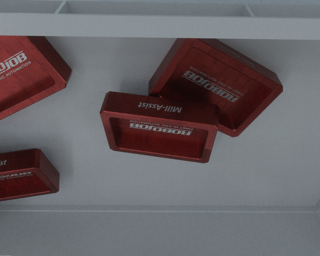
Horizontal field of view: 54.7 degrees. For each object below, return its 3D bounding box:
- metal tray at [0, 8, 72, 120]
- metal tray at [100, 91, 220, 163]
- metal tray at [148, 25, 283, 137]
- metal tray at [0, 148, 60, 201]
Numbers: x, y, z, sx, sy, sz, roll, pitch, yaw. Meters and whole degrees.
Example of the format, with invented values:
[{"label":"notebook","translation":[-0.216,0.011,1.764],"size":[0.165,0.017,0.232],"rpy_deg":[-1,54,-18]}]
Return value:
[{"label":"metal tray","translation":[-0.180,-0.063,0.350],"size":[0.130,0.030,0.090],"rpy_deg":[-22,127,17]},{"label":"metal tray","translation":[0.000,0.002,0.378],"size":[0.131,0.030,0.090],"rpy_deg":[7,147,5]},{"label":"metal tray","translation":[0.063,-0.049,0.364],"size":[0.131,0.030,0.089],"rpy_deg":[23,126,-19]},{"label":"metal tray","translation":[-0.220,0.071,0.436],"size":[0.131,0.030,0.090],"rpy_deg":[-8,148,-3]}]
